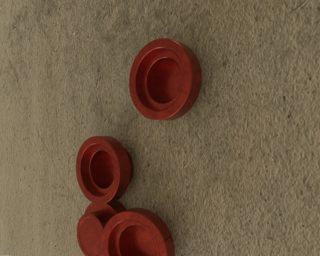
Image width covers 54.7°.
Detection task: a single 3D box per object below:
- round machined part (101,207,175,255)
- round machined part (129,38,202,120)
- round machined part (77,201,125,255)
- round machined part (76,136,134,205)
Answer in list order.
[{"bbox_3d":[-0.025,0.153,0.406,0.098,0.042,0.097,0,90,27],"label":"round machined part"},{"bbox_3d":[0.011,-0.058,0.385,0.098,0.042,0.097,0,90,40],"label":"round machined part"},{"bbox_3d":[-0.088,0.159,0.467,0.098,0.042,0.097,0,90,40],"label":"round machined part"},{"bbox_3d":[-0.078,0.060,0.458,0.098,0.042,0.097,0,90,40],"label":"round machined part"}]
